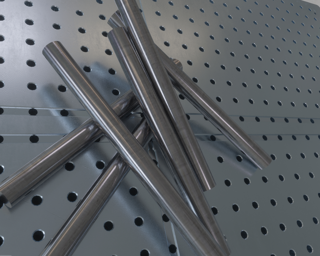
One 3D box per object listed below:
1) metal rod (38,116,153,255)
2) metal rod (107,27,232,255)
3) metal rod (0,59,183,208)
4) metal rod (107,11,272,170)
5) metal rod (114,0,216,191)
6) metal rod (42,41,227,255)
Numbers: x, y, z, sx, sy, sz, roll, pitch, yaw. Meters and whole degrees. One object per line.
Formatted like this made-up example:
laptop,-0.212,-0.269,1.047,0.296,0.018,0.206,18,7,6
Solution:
metal rod,-0.054,0.056,0.344,0.025,0.025,0.301,37,51,-4
metal rod,0.008,0.013,0.375,0.025,0.025,0.299,-20,81,-35
metal rod,-0.061,-0.015,0.383,0.025,0.025,0.302,45,51,3
metal rod,0.047,-0.049,0.437,0.300,0.025,0.025,43,51,-9
metal rod,0.000,-0.060,0.395,0.025,0.025,0.299,-24,90,-36
metal rod,-0.034,0.023,0.342,0.025,0.025,0.300,-32,80,-38
